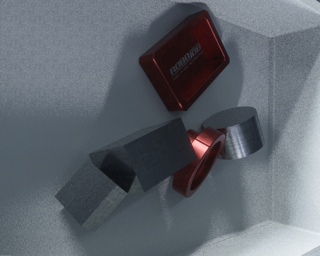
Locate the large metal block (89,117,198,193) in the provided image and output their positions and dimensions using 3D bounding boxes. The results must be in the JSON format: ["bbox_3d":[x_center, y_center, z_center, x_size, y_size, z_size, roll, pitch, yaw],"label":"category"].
[{"bbox_3d":[-0.020,0.032,0.351,0.081,0.080,0.050,-26,96,-37],"label":"large metal block"}]

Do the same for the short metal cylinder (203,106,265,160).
[{"bbox_3d":[0.111,0.006,0.467,0.081,0.080,0.050,-33,111,-35],"label":"short metal cylinder"}]

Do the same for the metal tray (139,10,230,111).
[{"bbox_3d":[0.040,-0.096,0.438,0.131,0.030,0.090,-47,119,-30],"label":"metal tray"}]

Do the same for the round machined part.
[{"bbox_3d":[0.044,0.040,0.414,0.098,0.042,0.097,-47,156,-29],"label":"round machined part"}]

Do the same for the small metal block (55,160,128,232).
[{"bbox_3d":[-0.071,0.070,0.321,0.050,0.050,0.025,-49,144,-13],"label":"small metal block"}]
